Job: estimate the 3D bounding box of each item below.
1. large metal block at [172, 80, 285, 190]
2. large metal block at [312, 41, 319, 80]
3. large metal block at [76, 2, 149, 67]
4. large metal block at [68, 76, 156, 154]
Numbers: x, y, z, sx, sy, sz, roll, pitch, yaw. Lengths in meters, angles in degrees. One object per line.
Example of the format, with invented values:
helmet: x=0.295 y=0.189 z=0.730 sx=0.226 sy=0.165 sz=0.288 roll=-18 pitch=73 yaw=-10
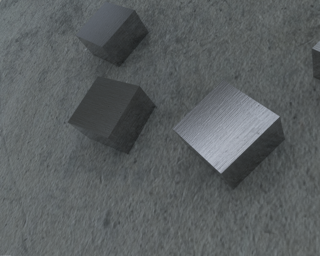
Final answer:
large metal block: x=0.076 y=0.006 z=0.344 sx=0.080 sy=0.050 sz=0.080 roll=-44 pitch=51 yaw=-3
large metal block: x=0.221 y=-0.077 z=0.320 sx=0.080 sy=0.050 sz=0.080 roll=-44 pitch=51 yaw=-3
large metal block: x=-0.081 y=-0.160 z=0.527 sx=0.080 sy=0.050 sz=0.080 roll=31 pitch=79 yaw=37
large metal block: x=-0.066 y=-0.020 z=0.433 sx=0.080 sy=0.050 sz=0.080 roll=18 pitch=71 yaw=34
